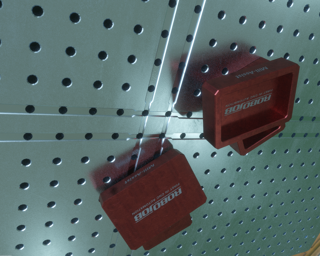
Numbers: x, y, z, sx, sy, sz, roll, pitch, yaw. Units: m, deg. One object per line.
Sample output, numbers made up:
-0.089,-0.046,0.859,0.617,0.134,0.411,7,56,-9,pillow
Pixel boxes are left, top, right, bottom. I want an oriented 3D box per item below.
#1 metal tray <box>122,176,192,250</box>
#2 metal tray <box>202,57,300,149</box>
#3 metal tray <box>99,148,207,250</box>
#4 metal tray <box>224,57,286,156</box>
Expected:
-0.006,0.126,0.485,0.091,0.030,0.129,-27,128,-12,metal tray
0.121,-0.034,0.415,0.131,0.030,0.089,-19,126,-17,metal tray
-0.008,0.100,0.442,0.131,0.030,0.090,-31,110,-10,metal tray
0.139,-0.029,0.468,0.090,0.030,0.130,-32,129,-8,metal tray
